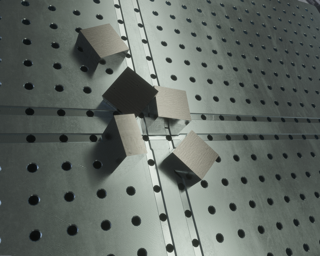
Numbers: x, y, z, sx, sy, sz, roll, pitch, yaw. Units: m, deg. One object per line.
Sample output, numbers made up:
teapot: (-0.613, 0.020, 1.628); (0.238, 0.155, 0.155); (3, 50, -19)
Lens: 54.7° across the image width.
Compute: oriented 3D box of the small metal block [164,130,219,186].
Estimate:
small metal block: (0.042, 0.039, 0.409); (0.050, 0.025, 0.050); (43, 51, 1)

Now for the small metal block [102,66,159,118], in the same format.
small metal block: (-0.038, -0.042, 0.400); (0.050, 0.025, 0.050); (39, 82, -2)

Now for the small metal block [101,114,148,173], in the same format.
small metal block: (-0.043, 0.018, 0.359); (0.025, 0.050, 0.050); (-7, 65, -32)

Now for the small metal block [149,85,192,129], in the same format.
small metal block: (0.012, -0.029, 0.434); (0.050, 0.025, 0.050); (7, 59, -25)

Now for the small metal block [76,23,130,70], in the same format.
small metal block: (-0.081, -0.116, 0.437); (0.050, 0.025, 0.050); (-30, 78, -38)
